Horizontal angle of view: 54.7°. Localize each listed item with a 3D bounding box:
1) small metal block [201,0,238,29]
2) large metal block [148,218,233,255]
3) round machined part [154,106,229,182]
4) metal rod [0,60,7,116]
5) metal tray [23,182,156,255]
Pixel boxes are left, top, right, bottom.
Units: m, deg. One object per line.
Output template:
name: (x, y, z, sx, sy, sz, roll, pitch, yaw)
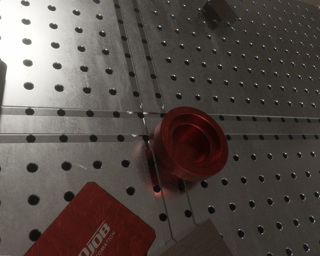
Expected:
small metal block: (0.118, -0.225, 0.612, 0.050, 0.025, 0.050, -21, 73, -36)
large metal block: (0.034, 0.153, 0.318, 0.081, 0.050, 0.080, -22, 74, -36)
round machined part: (0.036, 0.024, 0.404, 0.099, 0.042, 0.098, 14, 56, -21)
metal rod: (-0.169, 0.060, 0.280, 0.025, 0.025, 0.299, 7, 59, -25)
metal tray: (-0.074, 0.127, 0.289, 0.090, 0.030, 0.131, 39, 51, -2)
